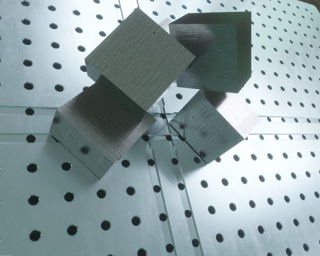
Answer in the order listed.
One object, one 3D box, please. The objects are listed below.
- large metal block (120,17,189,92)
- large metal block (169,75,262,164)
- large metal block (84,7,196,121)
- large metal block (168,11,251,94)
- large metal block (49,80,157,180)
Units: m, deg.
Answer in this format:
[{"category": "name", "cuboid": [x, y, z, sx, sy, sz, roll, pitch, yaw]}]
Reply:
[{"category": "large metal block", "cuboid": [-0.008, -0.091, 0.424, 0.050, 0.080, 0.080, 41, 51, -1]}, {"category": "large metal block", "cuboid": [0.072, -0.010, 0.417, 0.080, 0.080, 0.050, 47, 51, 4]}, {"category": "large metal block", "cuboid": [-0.022, -0.067, 0.338, 0.080, 0.050, 0.080, 41, 76, -1]}, {"category": "large metal block", "cuboid": [0.063, -0.092, 0.374, 0.080, 0.079, 0.050, 11, 37, 30]}, {"category": "large metal block", "cuboid": [-0.065, -0.002, 0.359, 0.080, 0.050, 0.080, 43, 51, 1]}]
